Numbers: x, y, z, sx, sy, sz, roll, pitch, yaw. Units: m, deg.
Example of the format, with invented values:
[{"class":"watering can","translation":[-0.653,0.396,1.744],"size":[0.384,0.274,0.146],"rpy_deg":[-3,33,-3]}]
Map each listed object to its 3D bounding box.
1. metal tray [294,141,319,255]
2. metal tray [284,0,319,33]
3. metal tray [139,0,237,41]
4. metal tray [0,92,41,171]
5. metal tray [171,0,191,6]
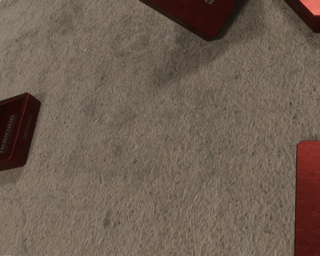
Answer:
[{"class":"metal tray","translation":[0.167,0.075,0.267],"size":[0.090,0.030,0.130],"rpy_deg":[-1,61,27]},{"class":"metal tray","translation":[0.214,-0.192,0.406],"size":[0.090,0.030,0.130],"rpy_deg":[-26,53,11]},{"class":"metal tray","translation":[0.040,-0.194,0.434],"size":[0.131,0.030,0.090],"rpy_deg":[29,91,-7]},{"class":"metal tray","translation":[-0.261,0.008,0.529],"size":[0.090,0.030,0.130],"rpy_deg":[-13,56,20]},{"class":"metal tray","translation":[0.079,-0.214,0.455],"size":[0.130,0.030,0.090],"rpy_deg":[-18,11,17]}]
